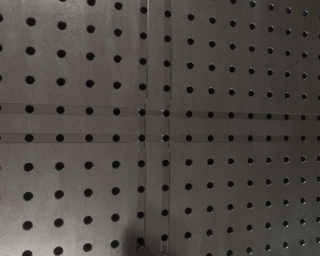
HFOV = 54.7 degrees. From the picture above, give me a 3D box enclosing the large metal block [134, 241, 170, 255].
[{"bbox_3d":[0.009,0.196,0.388,0.080,0.080,0.050,35,79,-17],"label":"large metal block"}]
